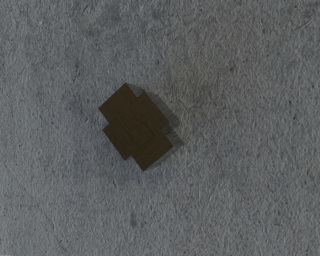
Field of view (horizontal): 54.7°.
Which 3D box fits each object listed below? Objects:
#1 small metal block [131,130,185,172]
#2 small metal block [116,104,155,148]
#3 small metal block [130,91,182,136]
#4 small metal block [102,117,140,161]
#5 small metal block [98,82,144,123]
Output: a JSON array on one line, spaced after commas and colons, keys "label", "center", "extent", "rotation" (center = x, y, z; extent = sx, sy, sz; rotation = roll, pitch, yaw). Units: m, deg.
[{"label": "small metal block", "center": [-0.001, 0.028, 0.396], "extent": [0.050, 0.050, 0.025], "rotation": [-41, 78, 15]}, {"label": "small metal block", "center": [-0.023, -0.002, 0.403], "extent": [0.025, 0.050, 0.050], "rotation": [-42, 77, 15]}, {"label": "small metal block", "center": [-0.004, -0.018, 0.397], "extent": [0.025, 0.050, 0.050], "rotation": [-42, 77, 15]}, {"label": "small metal block", "center": [-0.041, 0.014, 0.410], "extent": [0.025, 0.050, 0.050], "rotation": [-42, 77, 15]}, {"label": "small metal block", "center": [-0.045, -0.031, 0.411], "extent": [0.050, 0.050, 0.025], "rotation": [-41, 78, 15]}]
